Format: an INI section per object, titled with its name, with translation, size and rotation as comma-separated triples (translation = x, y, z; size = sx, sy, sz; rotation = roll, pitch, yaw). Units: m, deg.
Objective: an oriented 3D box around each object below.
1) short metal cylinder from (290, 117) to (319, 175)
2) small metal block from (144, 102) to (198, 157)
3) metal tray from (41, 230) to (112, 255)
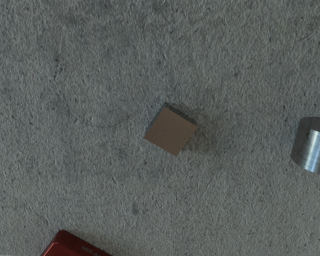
[short metal cylinder]
translation = 0.213, 0.022, 0.391
size = 0.081, 0.080, 0.050
rotation = 5, 110, -2
[small metal block]
translation = 0.014, 0.002, 0.411
size = 0.050, 0.025, 0.050
rotation = 31, 107, -11
[metal tray]
translation = -0.126, 0.229, 0.490
size = 0.130, 0.030, 0.090
rotation = 34, 106, -12
